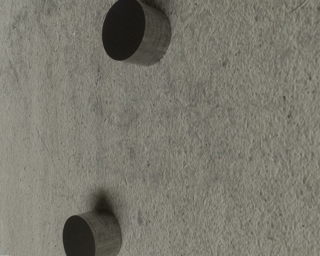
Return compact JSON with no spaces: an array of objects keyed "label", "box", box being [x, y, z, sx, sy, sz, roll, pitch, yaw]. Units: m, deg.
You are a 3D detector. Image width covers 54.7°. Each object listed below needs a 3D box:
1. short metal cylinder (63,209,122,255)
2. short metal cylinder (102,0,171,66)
[{"label":"short metal cylinder","box":[-0.105,0.169,0.475,0.080,0.050,0.080,0,90,40]},{"label":"short metal cylinder","box":[-0.032,-0.126,0.415,0.080,0.050,0.080,0,90,40]}]
